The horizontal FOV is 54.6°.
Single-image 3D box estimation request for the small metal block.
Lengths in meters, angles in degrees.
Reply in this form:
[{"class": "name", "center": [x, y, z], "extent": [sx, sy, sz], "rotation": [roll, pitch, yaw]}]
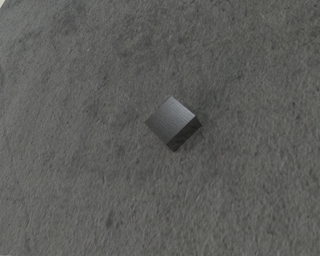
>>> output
[{"class": "small metal block", "center": [0.016, -0.005, 0.399], "extent": [0.050, 0.025, 0.050], "rotation": [-44, 51, -2]}]
